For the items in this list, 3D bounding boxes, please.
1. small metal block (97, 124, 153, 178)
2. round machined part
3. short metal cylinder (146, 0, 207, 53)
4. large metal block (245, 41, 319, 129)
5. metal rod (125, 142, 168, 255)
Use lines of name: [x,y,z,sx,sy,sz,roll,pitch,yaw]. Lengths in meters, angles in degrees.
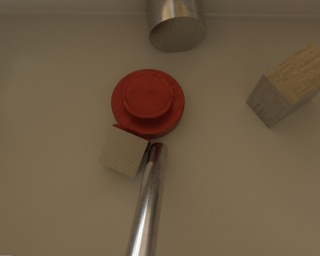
small metal block: [-0.043,0.028,0.388,0.050,0.025,0.050,23,99,7]
round machined part: [-0.016,-0.037,0.414,0.099,0.042,0.098,0,70,-1]
short metal cylinder: [0.022,-0.150,0.436,0.081,0.080,0.050,-6,70,-3]
large metal block: [0.168,-0.052,0.402,0.080,0.080,0.050,-33,74,-11]
metal rod: [-0.015,0.102,0.271,0.025,0.025,0.301,7,29,2]
